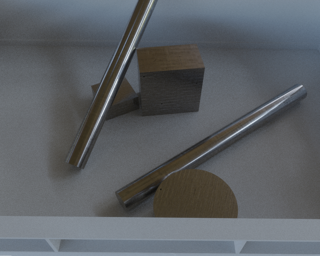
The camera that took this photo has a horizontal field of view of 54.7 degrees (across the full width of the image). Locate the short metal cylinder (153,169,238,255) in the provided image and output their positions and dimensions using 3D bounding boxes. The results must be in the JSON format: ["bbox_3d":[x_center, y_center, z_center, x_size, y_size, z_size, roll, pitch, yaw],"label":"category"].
[{"bbox_3d":[0.034,0.089,0.315,0.081,0.050,0.080,0,50,0],"label":"short metal cylinder"}]

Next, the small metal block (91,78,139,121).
[{"bbox_3d":[-0.064,-0.044,0.441,0.050,0.025,0.050,-22,54,-18],"label":"small metal block"}]

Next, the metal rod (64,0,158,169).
[{"bbox_3d":[-0.050,-0.091,0.404,0.025,0.025,0.299,18,76,14],"label":"metal rod"}]

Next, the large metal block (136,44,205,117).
[{"bbox_3d":[0.012,-0.064,0.423,0.081,0.080,0.050,-6,51,-5],"label":"large metal block"}]

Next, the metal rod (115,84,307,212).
[{"bbox_3d":[0.080,0.014,0.394,0.302,0.025,0.025,-28,56,-22],"label":"metal rod"}]
